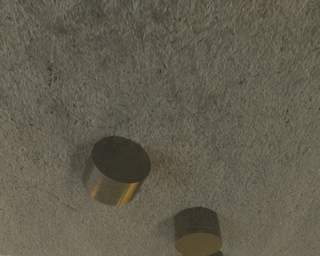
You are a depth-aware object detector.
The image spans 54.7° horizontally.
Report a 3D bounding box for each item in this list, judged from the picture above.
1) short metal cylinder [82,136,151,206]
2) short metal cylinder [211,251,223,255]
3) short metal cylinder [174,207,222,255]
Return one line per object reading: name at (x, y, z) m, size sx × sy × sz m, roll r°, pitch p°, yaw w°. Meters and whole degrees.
short metal cylinder at (-0.059, 0.057, 0.419) m, size 0.081 × 0.080 × 0.050 m, roll 18°, pitch 128°, yaw -15°
short metal cylinder at (0.095, 0.292, 0.640) m, size 0.081 × 0.050 × 0.079 m, roll 0°, pitch 130°, yaw 0°
short metal cylinder at (0.066, 0.184, 0.548) m, size 0.081 × 0.050 × 0.079 m, roll 0°, pitch 130°, yaw 0°
